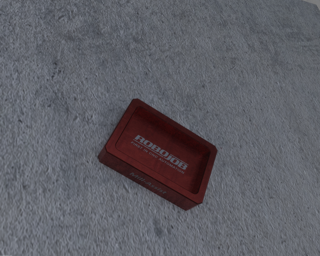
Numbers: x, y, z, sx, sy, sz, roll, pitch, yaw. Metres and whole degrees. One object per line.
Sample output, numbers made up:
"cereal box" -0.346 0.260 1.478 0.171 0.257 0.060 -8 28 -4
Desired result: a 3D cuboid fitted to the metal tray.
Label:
"metal tray" 0.002 0.032 0.385 0.130 0.030 0.090 31 51 -8
